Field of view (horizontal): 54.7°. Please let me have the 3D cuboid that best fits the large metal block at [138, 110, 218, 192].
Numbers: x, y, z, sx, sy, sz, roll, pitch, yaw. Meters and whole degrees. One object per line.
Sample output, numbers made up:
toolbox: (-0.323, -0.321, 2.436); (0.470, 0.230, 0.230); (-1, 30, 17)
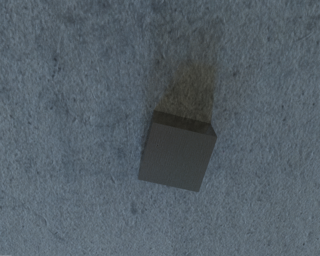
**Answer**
large metal block: (0.021, 0.030, 0.408); (0.081, 0.050, 0.079); (13, 110, -5)
